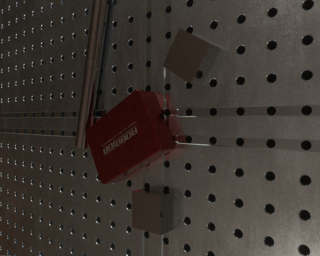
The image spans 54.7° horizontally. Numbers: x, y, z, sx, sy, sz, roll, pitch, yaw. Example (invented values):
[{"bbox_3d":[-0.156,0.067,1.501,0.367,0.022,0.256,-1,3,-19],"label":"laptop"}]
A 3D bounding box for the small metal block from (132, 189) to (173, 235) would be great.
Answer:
[{"bbox_3d":[-0.011,0.111,0.416,0.050,0.025,0.050,0,90,39],"label":"small metal block"}]

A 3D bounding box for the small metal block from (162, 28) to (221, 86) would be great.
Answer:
[{"bbox_3d":[0.038,-0.086,0.377,0.050,0.025,0.050,39,114,32],"label":"small metal block"}]

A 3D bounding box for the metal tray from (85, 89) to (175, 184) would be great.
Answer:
[{"bbox_3d":[-0.048,0.015,0.443,0.130,0.030,0.090,-34,69,34],"label":"metal tray"}]

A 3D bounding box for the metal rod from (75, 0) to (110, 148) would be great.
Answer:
[{"bbox_3d":[-0.104,-0.115,0.492,0.025,0.025,0.298,15,99,38],"label":"metal rod"}]
